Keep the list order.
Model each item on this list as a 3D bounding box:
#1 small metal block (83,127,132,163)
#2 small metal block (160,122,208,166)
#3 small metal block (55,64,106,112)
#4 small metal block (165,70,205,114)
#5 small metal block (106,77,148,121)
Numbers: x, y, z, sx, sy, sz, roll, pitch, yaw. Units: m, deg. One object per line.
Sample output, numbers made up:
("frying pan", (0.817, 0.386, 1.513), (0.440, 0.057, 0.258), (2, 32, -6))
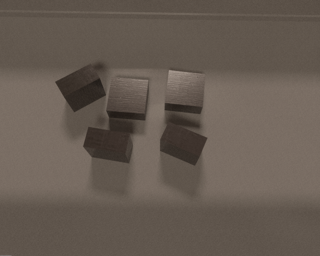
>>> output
("small metal block", (-0.063, 0.023, 0.387), (0.050, 0.050, 0.025), (9, 71, 3))
("small metal block", (0.028, 0.021, 0.389), (0.050, 0.050, 0.025), (23, 72, 8))
("small metal block", (-0.104, -0.052, 0.414), (0.050, 0.050, 0.025), (-31, 73, -11))
("small metal block", (0.034, -0.049, 0.428), (0.050, 0.025, 0.050), (7, 70, 2))
("small metal block", (-0.043, -0.040, 0.424), (0.050, 0.025, 0.050), (5, 70, 1))
